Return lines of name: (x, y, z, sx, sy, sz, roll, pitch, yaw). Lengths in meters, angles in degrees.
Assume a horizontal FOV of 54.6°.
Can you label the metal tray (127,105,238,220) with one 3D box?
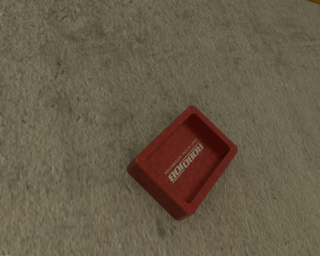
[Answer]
metal tray: (0.033, 0.039, 0.394, 0.090, 0.030, 0.131, 45, 51, 3)
